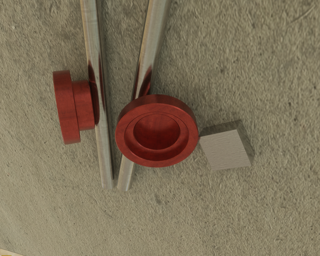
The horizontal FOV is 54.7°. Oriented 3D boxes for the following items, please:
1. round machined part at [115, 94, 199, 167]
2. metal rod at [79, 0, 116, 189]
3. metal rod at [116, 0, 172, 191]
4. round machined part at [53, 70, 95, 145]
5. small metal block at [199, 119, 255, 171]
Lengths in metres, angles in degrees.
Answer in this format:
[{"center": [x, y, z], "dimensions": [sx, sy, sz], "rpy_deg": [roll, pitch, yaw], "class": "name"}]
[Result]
[{"center": [-0.004, 0.000, 0.382], "dimensions": [0.099, 0.042, 0.097], "rpy_deg": [-1, 127, -1], "class": "round machined part"}, {"center": [-0.082, -0.034, 0.428], "dimensions": [0.025, 0.025, 0.298], "rpy_deg": [14, 124, 20], "class": "metal rod"}, {"center": [-0.027, -0.026, 0.405], "dimensions": [0.025, 0.025, 0.298], "rpy_deg": [24, 127, 13], "class": "metal rod"}, {"center": [-0.113, -0.029, 0.415], "dimensions": [0.042, 0.098, 0.097], "rpy_deg": [-9, 123, -15], "class": "round machined part"}, {"center": [0.081, 0.022, 0.378], "dimensions": [0.050, 0.025, 0.050], "rpy_deg": [-14, 111, 33], "class": "small metal block"}]
